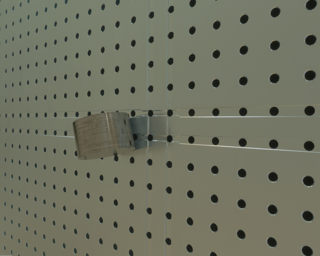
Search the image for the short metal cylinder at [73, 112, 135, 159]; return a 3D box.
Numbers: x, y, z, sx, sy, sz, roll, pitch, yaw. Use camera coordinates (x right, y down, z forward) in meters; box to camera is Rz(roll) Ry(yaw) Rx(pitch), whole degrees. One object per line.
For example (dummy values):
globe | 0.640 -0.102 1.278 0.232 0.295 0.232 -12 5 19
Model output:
short metal cylinder | -0.079 0.013 0.440 0.080 0.081 0.050 -19 78 38
